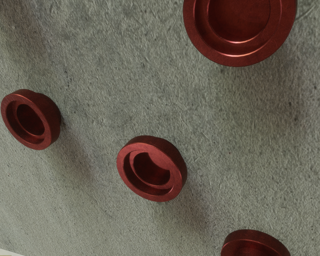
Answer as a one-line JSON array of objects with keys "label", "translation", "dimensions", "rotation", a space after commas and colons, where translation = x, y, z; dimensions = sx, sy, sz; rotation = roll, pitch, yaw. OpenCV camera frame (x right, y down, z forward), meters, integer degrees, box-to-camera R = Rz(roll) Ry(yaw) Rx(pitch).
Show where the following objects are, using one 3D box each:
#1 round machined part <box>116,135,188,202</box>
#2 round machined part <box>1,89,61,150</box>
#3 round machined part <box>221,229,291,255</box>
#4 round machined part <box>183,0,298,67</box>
[{"label": "round machined part", "translation": [-0.008, 0.052, 0.432], "dimensions": [0.098, 0.042, 0.097], "rotation": [13, 124, 21]}, {"label": "round machined part", "translation": [-0.197, -0.017, 0.489], "dimensions": [0.098, 0.042, 0.097], "rotation": [13, 124, 21]}, {"label": "round machined part", "translation": [0.135, 0.198, 0.447], "dimensions": [0.098, 0.042, 0.097], "rotation": [13, 124, 21]}, {"label": "round machined part", "translation": [0.075, -0.110, 0.288], "dimensions": [0.098, 0.042, 0.097], "rotation": [13, 124, 21]}]
